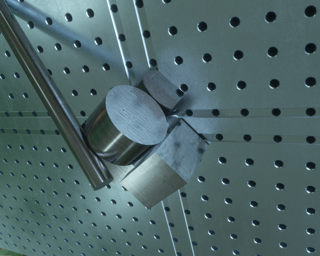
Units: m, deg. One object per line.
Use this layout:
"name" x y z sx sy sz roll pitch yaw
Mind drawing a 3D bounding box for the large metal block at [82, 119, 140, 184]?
"large metal block" -0.056 0.013 0.413 0.080 0.080 0.050 44 129 -3

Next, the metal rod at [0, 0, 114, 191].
"metal rod" -0.145 -0.056 0.383 0.299 0.025 0.025 55 131 16

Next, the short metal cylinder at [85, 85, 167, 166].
"short metal cylinder" -0.039 -0.003 0.360 0.080 0.080 0.050 45 129 -4

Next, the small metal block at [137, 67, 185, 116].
"small metal block" -0.005 -0.038 0.390 0.050 0.025 0.050 41 129 -1

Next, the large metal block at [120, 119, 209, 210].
"large metal block" 0.007 0.046 0.397 0.050 0.080 0.080 44 129 -3
